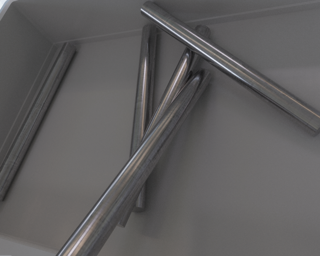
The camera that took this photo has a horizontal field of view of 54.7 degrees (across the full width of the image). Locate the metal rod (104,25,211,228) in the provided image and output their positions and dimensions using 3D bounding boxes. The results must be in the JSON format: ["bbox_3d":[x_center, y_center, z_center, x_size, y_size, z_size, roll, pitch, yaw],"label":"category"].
[{"bbox_3d":[0.007,-0.021,0.396,0.025,0.025,0.300,8,60,31],"label":"metal rod"}]

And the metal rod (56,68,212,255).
[{"bbox_3d":[-0.006,0.018,0.317,0.025,0.025,0.301,3,38,30],"label":"metal rod"}]

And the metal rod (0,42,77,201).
[{"bbox_3d":[-0.212,-0.024,0.531,0.025,0.025,0.300,3,63,30],"label":"metal rod"}]

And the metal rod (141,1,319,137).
[{"bbox_3d":[0.074,-0.091,0.394,0.025,0.025,0.300,-44,60,-2],"label":"metal rod"}]

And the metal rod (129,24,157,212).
[{"bbox_3d":[-0.023,-0.034,0.438,0.025,0.025,0.299,-11,57,22],"label":"metal rod"}]
